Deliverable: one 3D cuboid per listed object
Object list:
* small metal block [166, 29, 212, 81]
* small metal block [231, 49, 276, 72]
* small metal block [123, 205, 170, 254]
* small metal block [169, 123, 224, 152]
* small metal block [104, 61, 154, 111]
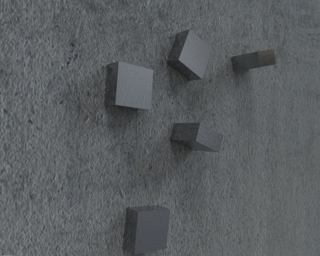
[{"bbox_3d":[0.042,-0.102,0.439,0.050,0.025,0.050,31,71,-36],"label":"small metal block"},{"bbox_3d":[0.157,-0.113,0.519,0.050,0.050,0.025,-17,101,-39],"label":"small metal block"},{"bbox_3d":[-0.017,0.126,0.391,0.050,0.025,0.050,8,85,-40],"label":"small metal block"},{"bbox_3d":[0.051,0.013,0.431,0.050,0.050,0.025,25,74,-37],"label":"small metal block"},{"bbox_3d":[-0.037,-0.049,0.373,0.050,0.025,0.050,6,86,-40],"label":"small metal block"}]
